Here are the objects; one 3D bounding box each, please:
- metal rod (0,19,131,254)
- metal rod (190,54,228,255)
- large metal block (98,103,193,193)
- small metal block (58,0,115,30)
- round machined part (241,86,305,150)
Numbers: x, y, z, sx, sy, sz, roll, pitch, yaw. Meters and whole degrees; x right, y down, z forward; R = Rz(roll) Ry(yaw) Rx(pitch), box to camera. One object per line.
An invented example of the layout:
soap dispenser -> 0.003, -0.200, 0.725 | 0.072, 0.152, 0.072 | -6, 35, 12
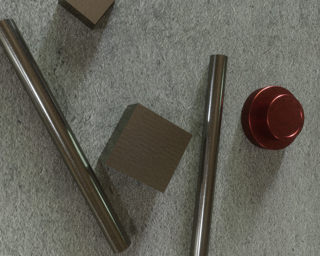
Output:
metal rod -> -0.111, 0.017, 0.368 | 0.025, 0.025, 0.299 | -29, 100, -18
metal rod -> 0.068, 0.047, 0.435 | 0.025, 0.025, 0.298 | 7, 88, -20
large metal block -> -0.019, 0.024, 0.390 | 0.080, 0.050, 0.080 | 30, 80, -18
small metal block -> -0.087, -0.158, 0.377 | 0.050, 0.025, 0.050 | 37, 78, -17
round machined part -> 0.176, -0.015, 0.467 | 0.099, 0.042, 0.097 | 0, 90, -21
